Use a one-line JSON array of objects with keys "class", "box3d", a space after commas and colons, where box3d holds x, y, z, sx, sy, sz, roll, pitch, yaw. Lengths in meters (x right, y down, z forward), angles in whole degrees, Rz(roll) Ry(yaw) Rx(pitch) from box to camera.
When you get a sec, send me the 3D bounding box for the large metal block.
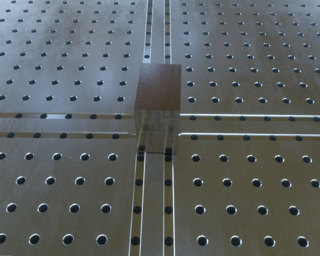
[{"class": "large metal block", "box3d": [-0.001, -0.024, 0.391, 0.050, 0.080, 0.080, 3, 50, 2]}]
